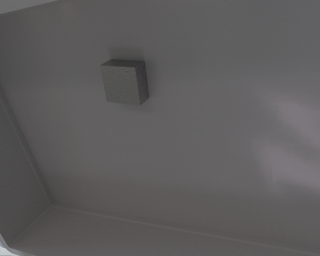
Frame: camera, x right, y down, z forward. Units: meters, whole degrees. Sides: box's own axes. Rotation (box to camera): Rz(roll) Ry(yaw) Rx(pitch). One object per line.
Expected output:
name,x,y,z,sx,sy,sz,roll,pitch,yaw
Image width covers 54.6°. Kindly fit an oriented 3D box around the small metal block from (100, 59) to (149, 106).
small metal block,-0.044,-0.059,0.396,0.050,0.025,0.050,8,122,24
